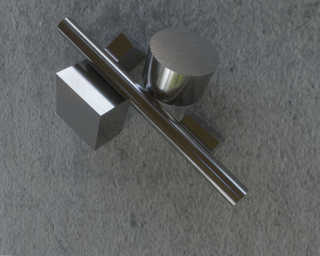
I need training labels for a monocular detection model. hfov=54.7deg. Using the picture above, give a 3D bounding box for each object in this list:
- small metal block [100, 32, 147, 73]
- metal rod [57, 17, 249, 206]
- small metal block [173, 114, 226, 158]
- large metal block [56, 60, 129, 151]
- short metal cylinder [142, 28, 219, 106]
[{"bbox_3d":[-0.050,-0.095,0.414,0.050,0.050,0.025,-40,78,15],"label":"small metal block"},{"bbox_3d":[-0.018,-0.029,0.363,0.300,0.025,0.025,45,104,14],"label":"metal rod"},{"bbox_3d":[0.049,0.009,0.376,0.050,0.050,0.025,42,103,14],"label":"small metal block"},{"bbox_3d":[-0.090,-0.030,0.409,0.080,0.050,0.080,42,144,14],"label":"large metal block"},{"bbox_3d":[0.023,-0.072,0.366,0.080,0.080,0.050,41,144,15],"label":"short metal cylinder"}]
